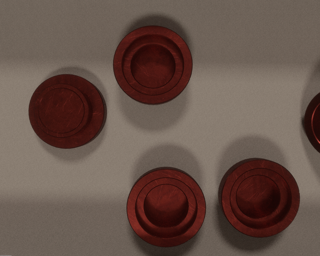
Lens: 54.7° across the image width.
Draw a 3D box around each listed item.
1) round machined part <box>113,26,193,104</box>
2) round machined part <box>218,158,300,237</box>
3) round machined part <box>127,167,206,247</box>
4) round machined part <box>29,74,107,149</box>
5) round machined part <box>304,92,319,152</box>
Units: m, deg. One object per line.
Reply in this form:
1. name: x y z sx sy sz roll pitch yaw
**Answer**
1. round machined part: -0.009 -0.078 0.403 0.099 0.042 0.097 0 90 -1
2. round machined part: 0.125 0.087 0.405 0.099 0.042 0.097 0 90 -1
3. round machined part: 0.008 0.099 0.403 0.099 0.042 0.097 0 90 -1
4. round machined part: -0.121 -0.022 0.401 0.099 0.042 0.097 0 90 -1
5. round machined part: 0.239 -0.007 0.388 0.042 0.098 0.097 -11 90 -36
